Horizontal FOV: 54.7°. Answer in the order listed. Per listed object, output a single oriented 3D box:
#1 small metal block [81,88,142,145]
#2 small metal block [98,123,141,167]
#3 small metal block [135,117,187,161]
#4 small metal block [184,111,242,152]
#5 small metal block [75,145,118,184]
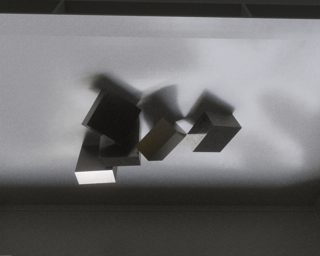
[{"bbox_3d":[-0.059,-0.013,0.378,0.050,0.050,0.025,33,167,-25],"label":"small metal block"},{"bbox_3d":[-0.051,0.022,0.408,0.050,0.050,0.025,-2,146,1],"label":"small metal block"},{"bbox_3d":[0.003,0.016,0.396,0.050,0.025,0.050,-47,162,10],"label":"small metal block"},{"bbox_3d":[0.069,0.006,0.404,0.050,0.025,0.050,4,135,-35],"label":"small metal block"},{"bbox_3d":[-0.087,0.050,0.434,0.050,0.050,0.025,-3,130,2],"label":"small metal block"}]
